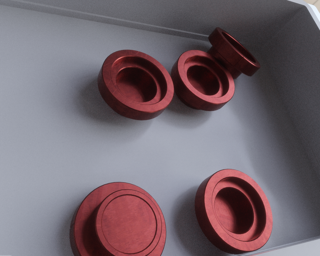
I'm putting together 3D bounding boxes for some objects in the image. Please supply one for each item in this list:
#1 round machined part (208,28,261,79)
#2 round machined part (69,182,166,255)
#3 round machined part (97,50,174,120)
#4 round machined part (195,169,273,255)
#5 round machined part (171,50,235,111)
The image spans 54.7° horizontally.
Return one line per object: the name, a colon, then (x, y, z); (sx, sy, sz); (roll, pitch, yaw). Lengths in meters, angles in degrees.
round machined part: (0.117, -0.120, 0.519); (0.098, 0.042, 0.098); (32, 29, -20)
round machined part: (-0.037, 0.101, 0.314); (0.099, 0.042, 0.098); (14, 56, -21)
round machined part: (-0.035, -0.052, 0.409); (0.099, 0.042, 0.098); (14, 56, -21)
round machined part: (0.085, 0.103, 0.379); (0.099, 0.042, 0.098); (14, 56, -21)
round machined part: (0.060, -0.067, 0.470); (0.099, 0.042, 0.098); (13, 56, -21)
